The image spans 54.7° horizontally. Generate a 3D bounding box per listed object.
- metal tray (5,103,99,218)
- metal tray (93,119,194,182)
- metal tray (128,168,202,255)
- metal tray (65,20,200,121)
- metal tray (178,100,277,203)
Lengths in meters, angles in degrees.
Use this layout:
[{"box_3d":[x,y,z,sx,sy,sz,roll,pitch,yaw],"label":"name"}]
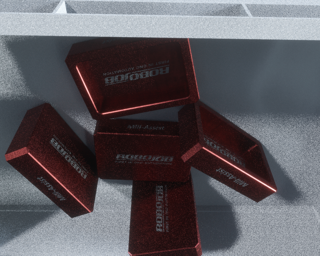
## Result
[{"box_3d":[-0.128,0.043,0.399,0.030,0.090,0.130,-20,128,14],"label":"metal tray"},{"box_3d":[-0.021,0.033,0.430,0.131,0.030,0.089,2,130,-3],"label":"metal tray"},{"box_3d":[0.006,0.121,0.439,0.090,0.130,0.030,-10,130,7],"label":"metal tray"},{"box_3d":[-0.027,-0.061,0.351,0.131,0.030,0.090,-10,130,8],"label":"metal tray"},{"box_3d":[0.083,0.028,0.388,0.131,0.090,0.030,31,124,-24],"label":"metal tray"}]
